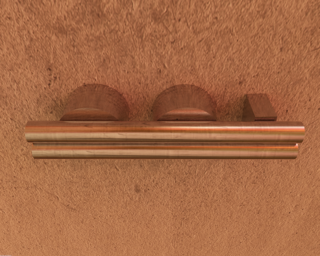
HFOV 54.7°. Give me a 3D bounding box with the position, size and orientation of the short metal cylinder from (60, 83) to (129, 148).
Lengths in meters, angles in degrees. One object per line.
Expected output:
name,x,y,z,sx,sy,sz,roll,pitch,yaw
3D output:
short metal cylinder,-0.080,-0.008,0.384,0.081,0.050,0.079,0,130,0

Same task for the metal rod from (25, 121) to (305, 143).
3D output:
metal rod,0.006,0.004,0.346,0.302,0.025,0.025,0,130,-1

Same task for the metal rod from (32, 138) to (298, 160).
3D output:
metal rod,0.006,0.024,0.363,0.302,0.025,0.025,0,130,-1

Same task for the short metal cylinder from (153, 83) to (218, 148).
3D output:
short metal cylinder,0.030,-0.008,0.386,0.081,0.050,0.079,0,130,0

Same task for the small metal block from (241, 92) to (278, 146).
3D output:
small metal block,0.121,-0.010,0.387,0.025,0.050,0.050,-1,130,1
